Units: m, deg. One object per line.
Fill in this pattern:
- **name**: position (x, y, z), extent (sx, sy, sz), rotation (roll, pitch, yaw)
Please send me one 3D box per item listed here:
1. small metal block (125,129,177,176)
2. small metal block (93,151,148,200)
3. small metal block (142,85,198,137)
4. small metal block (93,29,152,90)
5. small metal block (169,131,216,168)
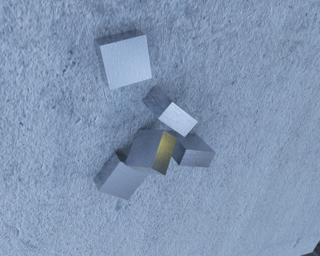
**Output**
- **small metal block**: position (-0.012, 0.030, 0.390), extent (0.025, 0.050, 0.050), rotation (34, 66, -39)
- **small metal block**: position (-0.052, 0.065, 0.419), extent (0.050, 0.025, 0.050), rotation (29, 102, -38)
- **small metal block**: position (0.012, -0.021, 0.384), extent (0.050, 0.050, 0.025), rotation (34, 99, -39)
- **small metal block**: position (-0.040, -0.075, 0.339), extent (0.050, 0.025, 0.050), rotation (-19, 126, -17)
- **small metal block**: position (0.040, 0.029, 0.430), extent (0.050, 0.050, 0.025), rotation (8, 114, -32)
